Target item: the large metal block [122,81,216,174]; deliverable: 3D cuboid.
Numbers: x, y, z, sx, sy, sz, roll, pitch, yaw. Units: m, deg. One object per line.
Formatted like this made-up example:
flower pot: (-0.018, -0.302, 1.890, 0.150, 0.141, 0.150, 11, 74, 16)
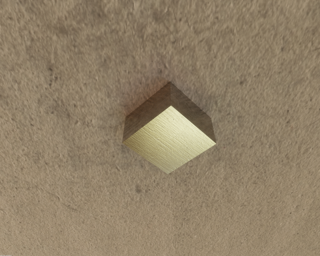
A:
large metal block: (0.011, 0.002, 0.393, 0.080, 0.050, 0.080, -36, 122, 27)
